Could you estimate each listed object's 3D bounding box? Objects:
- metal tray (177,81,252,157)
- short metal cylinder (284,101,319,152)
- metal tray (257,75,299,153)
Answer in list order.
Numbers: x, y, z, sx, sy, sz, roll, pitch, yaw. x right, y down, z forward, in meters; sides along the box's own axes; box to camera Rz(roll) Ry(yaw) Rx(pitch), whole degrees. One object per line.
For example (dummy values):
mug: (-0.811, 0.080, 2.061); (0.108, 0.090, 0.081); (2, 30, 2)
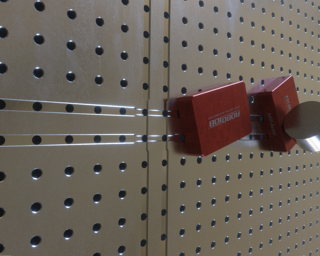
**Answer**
metal tray: (0.090, -0.018, 0.484); (0.131, 0.030, 0.089); (-20, 103, -38)
short metal cylinder: (0.279, -0.003, 0.572); (0.050, 0.080, 0.080); (37, 67, -35)
metal tray: (0.244, -0.028, 0.614); (0.091, 0.030, 0.129); (-34, 111, -35)
